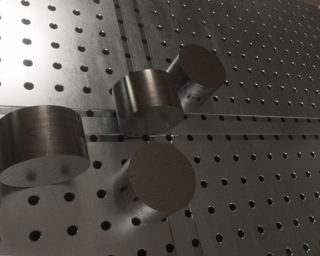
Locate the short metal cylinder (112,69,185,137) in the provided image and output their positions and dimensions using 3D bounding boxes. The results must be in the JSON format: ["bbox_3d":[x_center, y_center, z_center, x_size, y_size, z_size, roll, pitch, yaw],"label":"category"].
[{"bbox_3d":[-0.015,-0.028,0.383,0.081,0.080,0.050,0,62,-29],"label":"short metal cylinder"}]

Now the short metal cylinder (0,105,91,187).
[{"bbox_3d":[-0.113,0.020,0.301,0.081,0.080,0.050,-3,63,-30],"label":"short metal cylinder"}]

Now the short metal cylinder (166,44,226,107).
[{"bbox_3d":[0.052,-0.079,0.471,0.081,0.050,0.080,14,56,-21],"label":"short metal cylinder"}]

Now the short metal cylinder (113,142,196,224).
[{"bbox_3d":[-0.007,0.062,0.352,0.081,0.050,0.080,14,56,-21],"label":"short metal cylinder"}]
